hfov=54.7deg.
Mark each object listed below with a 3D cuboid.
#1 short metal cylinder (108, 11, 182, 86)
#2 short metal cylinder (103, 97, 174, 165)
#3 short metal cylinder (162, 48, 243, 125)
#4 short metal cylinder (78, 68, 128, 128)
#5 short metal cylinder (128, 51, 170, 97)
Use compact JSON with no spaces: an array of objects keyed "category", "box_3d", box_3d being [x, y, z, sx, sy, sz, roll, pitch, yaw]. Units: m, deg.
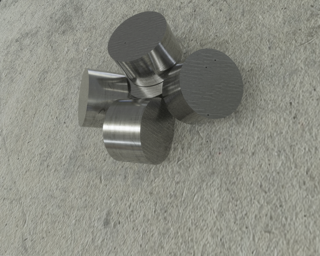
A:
[{"category":"short metal cylinder","box_3d":[-0.018,-0.100,0.394,0.080,0.050,0.080,-13,56,20]},{"category":"short metal cylinder","box_3d":[-0.024,0.003,0.378,0.050,0.080,0.080,2,63,29]},{"category":"short metal cylinder","box_3d":[0.049,-0.046,0.364,0.080,0.080,0.050,-62,16,-16]},{"category":"short metal cylinder","box_3d":[-0.081,-0.039,0.428,0.080,0.050,0.079,-174,90,-67]},{"category":"short metal cylinder","box_3d":[0.001,-0.060,0.425,0.080,0.050,0.080,-13,56,20]}]
